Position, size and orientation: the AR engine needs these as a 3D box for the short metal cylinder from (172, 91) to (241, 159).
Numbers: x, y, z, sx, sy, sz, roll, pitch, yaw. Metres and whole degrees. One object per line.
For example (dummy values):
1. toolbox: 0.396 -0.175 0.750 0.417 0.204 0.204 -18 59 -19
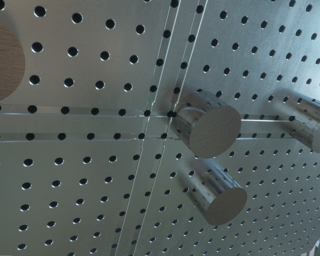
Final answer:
1. short metal cylinder: 0.063 -0.005 0.427 0.081 0.050 0.079 -14 124 -21

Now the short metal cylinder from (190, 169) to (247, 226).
1. short metal cylinder: 0.098 0.116 0.520 0.081 0.050 0.079 -14 124 -21

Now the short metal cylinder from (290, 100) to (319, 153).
1. short metal cylinder: 0.280 -0.002 0.546 0.081 0.050 0.079 -14 124 -21

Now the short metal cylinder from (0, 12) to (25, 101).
1. short metal cylinder: -0.162 -0.065 0.266 0.081 0.050 0.079 -14 124 -21
